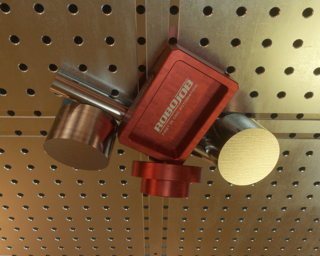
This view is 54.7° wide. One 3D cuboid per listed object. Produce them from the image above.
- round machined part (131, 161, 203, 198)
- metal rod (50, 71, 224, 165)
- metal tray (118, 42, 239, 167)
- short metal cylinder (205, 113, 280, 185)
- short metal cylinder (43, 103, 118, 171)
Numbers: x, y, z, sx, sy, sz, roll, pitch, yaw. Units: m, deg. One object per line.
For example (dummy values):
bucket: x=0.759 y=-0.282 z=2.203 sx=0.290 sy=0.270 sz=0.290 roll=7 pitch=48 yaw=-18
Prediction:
round machined part: x=0.009 y=0.071 z=0.425 sx=0.099 sy=0.042 sz=0.098 roll=6 pitch=173 yaw=1
metal rod: x=0.004 y=0.005 z=0.415 sx=0.302 sy=0.025 sz=0.025 roll=25 pitch=126 yaw=-20
metal tray: x=0.019 y=-0.023 z=0.370 sx=0.090 sy=0.030 sz=0.129 roll=25 pitch=112 yaw=-20
short metal cylinder: x=0.105 y=0.027 z=0.403 sx=0.081 sy=0.050 sz=0.079 roll=-4 pitch=114 yaw=-10
short metal cylinder: x=-0.097 y=0.013 z=0.390 sx=0.080 sy=0.050 sz=0.080 roll=8 pitch=147 yaw=5
